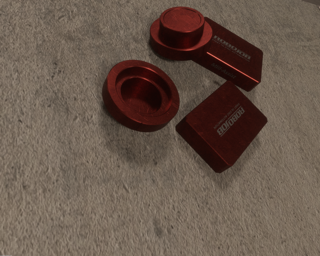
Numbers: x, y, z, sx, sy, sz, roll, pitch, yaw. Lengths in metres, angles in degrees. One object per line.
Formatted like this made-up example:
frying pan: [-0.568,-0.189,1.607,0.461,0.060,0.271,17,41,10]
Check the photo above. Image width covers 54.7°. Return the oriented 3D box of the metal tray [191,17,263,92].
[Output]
metal tray: [0.118,-0.130,0.546,0.131,0.030,0.090,27,52,-12]

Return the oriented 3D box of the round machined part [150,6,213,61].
round machined part: [0.033,-0.152,0.483,0.099,0.042,0.098,1,52,-1]

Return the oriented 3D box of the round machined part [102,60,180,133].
round machined part: [-0.027,-0.037,0.402,0.099,0.042,0.098,14,56,-21]

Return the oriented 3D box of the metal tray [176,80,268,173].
metal tray: [0.095,-0.006,0.458,0.090,0.030,0.131,47,51,4]
